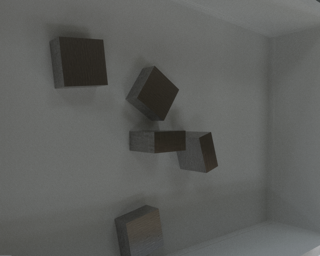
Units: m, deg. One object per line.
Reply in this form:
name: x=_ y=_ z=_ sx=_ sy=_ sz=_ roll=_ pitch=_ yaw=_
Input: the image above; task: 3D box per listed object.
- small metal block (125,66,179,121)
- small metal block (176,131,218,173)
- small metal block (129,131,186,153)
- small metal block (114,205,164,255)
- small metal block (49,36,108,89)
small metal block: x=-0.009 y=-0.044 z=0.401 sx=0.050 sy=0.025 sz=0.050 roll=40 pitch=66 yaw=-33
small metal block: x=0.049 y=0.033 z=0.434 sx=0.025 sy=0.050 sz=0.050 roll=-23 pitch=105 yaw=-38
small metal block: x=-0.003 y=0.016 z=0.390 sx=0.050 sy=0.050 sz=0.025 roll=-2 pitch=91 yaw=-40
small metal block: x=-0.025 y=0.131 z=0.388 sx=0.050 sy=0.025 sz=0.050 roll=-14 pitch=99 yaw=-39
small metal block: x=-0.087 y=-0.069 z=0.335 sx=0.050 sy=0.025 sz=0.050 roll=-9 pitch=96 yaw=-40
